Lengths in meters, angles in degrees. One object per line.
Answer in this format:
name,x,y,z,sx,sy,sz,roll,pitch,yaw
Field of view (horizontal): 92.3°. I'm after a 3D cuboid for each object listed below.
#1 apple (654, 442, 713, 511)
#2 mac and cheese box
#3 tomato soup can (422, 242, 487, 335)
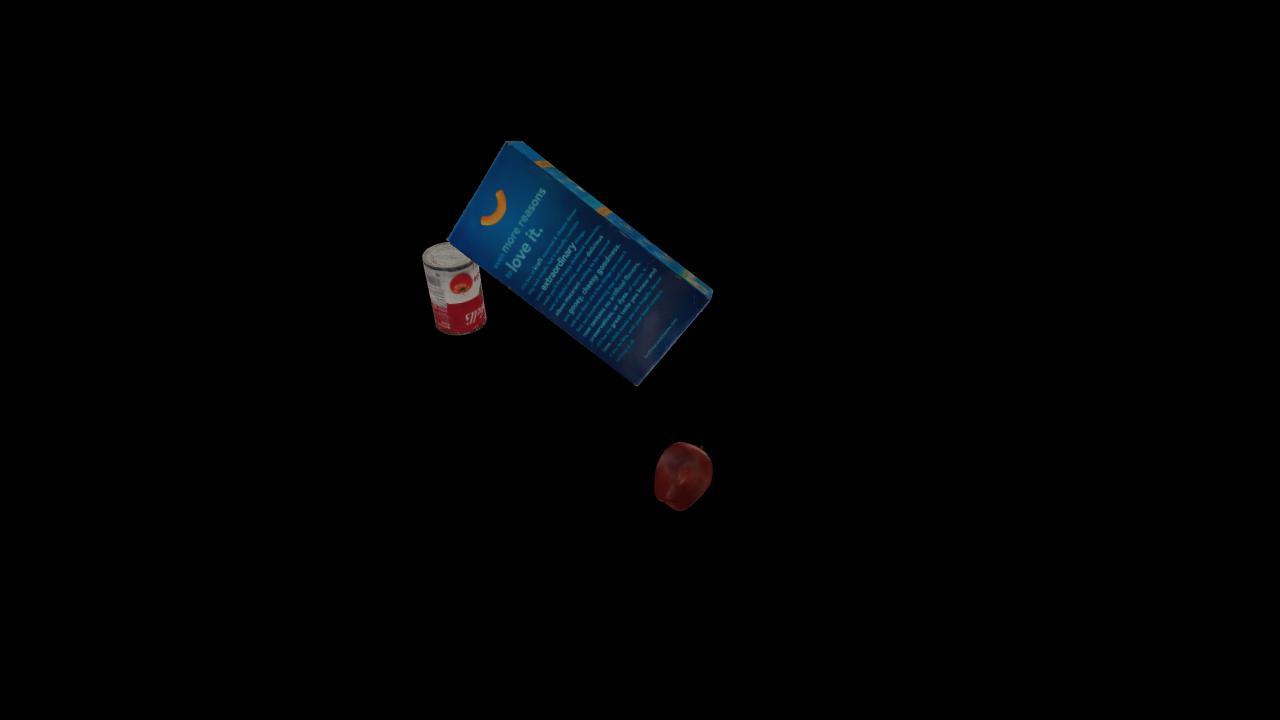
apple,0.059,0.157,0.840,0.079,0.093,0.079,30,-12,7
mac and cheese box,-0.045,-0.072,0.468,0.184,0.093,0.041,38,23,-3
tomato soup can,-0.235,-0.092,0.784,0.068,0.101,0.068,1,39,-1
